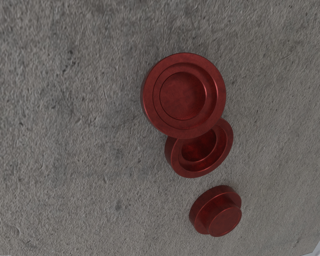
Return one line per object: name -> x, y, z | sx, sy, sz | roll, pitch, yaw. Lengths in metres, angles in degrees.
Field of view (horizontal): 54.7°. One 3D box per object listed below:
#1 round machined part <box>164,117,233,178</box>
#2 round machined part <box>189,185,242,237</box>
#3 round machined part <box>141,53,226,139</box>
round machined part -> 0.050, 0.019, 0.435 | 0.099, 0.042, 0.097 | -14, 124, -21
round machined part -> 0.105, 0.153, 0.547 | 0.099, 0.042, 0.097 | -14, 124, -21
round machined part -> 0.025, -0.038, 0.369 | 0.099, 0.042, 0.097 | -1, 96, -13
